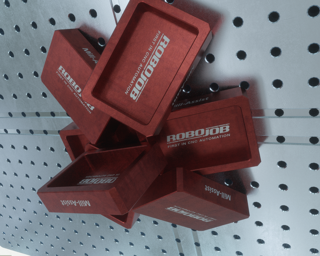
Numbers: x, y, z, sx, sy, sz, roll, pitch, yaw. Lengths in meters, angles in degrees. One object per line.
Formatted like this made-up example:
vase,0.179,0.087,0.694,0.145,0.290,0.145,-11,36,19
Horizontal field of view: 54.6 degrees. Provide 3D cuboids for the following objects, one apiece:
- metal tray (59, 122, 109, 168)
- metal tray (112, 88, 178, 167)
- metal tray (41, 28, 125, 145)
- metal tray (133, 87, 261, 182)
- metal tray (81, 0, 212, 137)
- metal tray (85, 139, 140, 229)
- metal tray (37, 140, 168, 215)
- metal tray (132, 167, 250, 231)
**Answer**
metal tray,-0.094,0.052,0.491,0.090,0.030,0.129,-5,116,29
metal tray,-0.022,0.006,0.423,0.090,0.030,0.129,-6,114,28
metal tray,-0.099,-0.054,0.406,0.130,0.030,0.090,48,131,14
metal tray,0.045,0.011,0.368,0.130,0.030,0.090,-12,113,14
metal tray,-0.014,-0.066,0.331,0.090,0.030,0.130,30,95,9
metal tray,-0.066,0.081,0.454,0.090,0.030,0.129,24,127,13
metal tray,-0.067,0.057,0.356,0.130,0.090,0.030,-10,113,37
metal tray,0.041,0.098,0.404,0.131,0.030,0.090,27,138,-33
